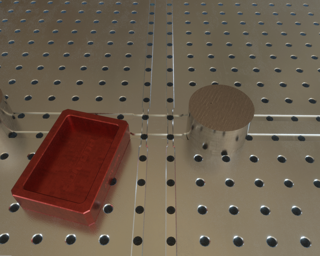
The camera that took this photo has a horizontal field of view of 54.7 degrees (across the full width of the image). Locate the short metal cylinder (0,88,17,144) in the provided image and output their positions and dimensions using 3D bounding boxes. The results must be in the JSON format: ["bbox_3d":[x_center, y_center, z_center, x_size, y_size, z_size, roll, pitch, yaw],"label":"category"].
[{"bbox_3d":[-0.238,-0.016,0.403,0.080,0.050,0.080,0,50,0],"label":"short metal cylinder"}]

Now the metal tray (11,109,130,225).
[{"bbox_3d":[-0.099,0.040,0.369,0.090,0.030,0.130,12,51,9],"label":"metal tray"}]

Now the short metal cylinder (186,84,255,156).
[{"bbox_3d":[0.076,-0.011,0.401,0.080,0.050,0.080,0,50,0],"label":"short metal cylinder"}]
